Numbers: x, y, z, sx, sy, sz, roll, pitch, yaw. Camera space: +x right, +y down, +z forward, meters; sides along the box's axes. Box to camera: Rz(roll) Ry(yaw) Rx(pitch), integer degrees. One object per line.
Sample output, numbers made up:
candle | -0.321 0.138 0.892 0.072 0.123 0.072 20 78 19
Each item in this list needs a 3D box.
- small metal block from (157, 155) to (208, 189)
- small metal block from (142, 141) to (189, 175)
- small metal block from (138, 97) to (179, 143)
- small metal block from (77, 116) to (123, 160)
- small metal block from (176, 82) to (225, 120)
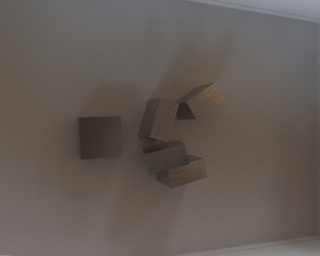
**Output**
small metal block | 0.026 0.056 0.407 0.050 0.050 0.025 -14 96 -20
small metal block | 0.006 0.036 0.393 0.050 0.050 0.025 -14 95 -4
small metal block | -0.003 -0.010 0.396 0.025 0.050 0.050 18 84 -19
small metal block | -0.075 0.011 0.383 0.050 0.025 0.050 -3 91 -20
small metal block | 0.050 -0.035 0.415 0.050 0.050 0.025 -35 102 -17
